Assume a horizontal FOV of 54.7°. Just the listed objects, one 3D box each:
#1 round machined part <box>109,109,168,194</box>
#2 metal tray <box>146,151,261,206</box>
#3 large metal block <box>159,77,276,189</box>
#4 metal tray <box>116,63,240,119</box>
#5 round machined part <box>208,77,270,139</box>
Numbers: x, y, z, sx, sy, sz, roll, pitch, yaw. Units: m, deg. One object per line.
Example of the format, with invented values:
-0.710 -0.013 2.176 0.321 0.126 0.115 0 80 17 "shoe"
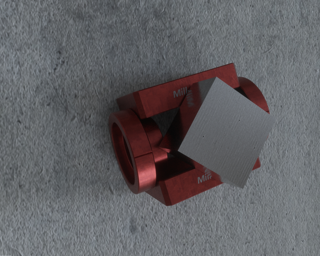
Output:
-0.024 0.024 0.363 0.042 0.098 0.097 -17 96 -20 "round machined part"
0.047 0.051 0.393 0.131 0.090 0.030 -19 97 -19 "metal tray"
0.059 0.005 0.322 0.080 0.050 0.080 31 80 -18 "large metal block"
0.020 -0.044 0.385 0.131 0.090 0.030 -19 97 -19 "metal tray"
0.095 -0.015 0.407 0.042 0.098 0.097 -17 96 -20 "round machined part"
